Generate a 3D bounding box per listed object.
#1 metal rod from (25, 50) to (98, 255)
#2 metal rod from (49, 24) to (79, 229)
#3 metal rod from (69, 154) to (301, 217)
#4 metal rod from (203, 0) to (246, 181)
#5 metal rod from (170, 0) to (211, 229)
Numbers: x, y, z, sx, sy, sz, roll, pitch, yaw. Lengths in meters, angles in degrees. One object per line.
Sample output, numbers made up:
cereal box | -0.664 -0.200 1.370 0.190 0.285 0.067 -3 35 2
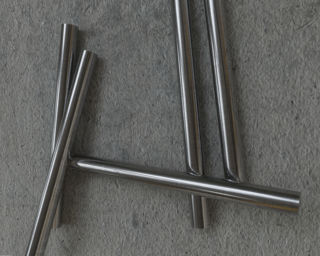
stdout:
metal rod | -0.139 0.037 0.438 0.025 0.025 0.298 14 87 19
metal rod | -0.147 -0.001 0.460 0.025 0.025 0.298 6 92 20
metal rod | 0.009 0.063 0.382 0.300 0.025 0.025 6 92 28
metal rod | 0.076 -0.078 0.381 0.025 0.025 0.298 -7 88 20
metal rod | 0.038 -0.026 0.395 0.025 0.025 0.298 -6 88 20
